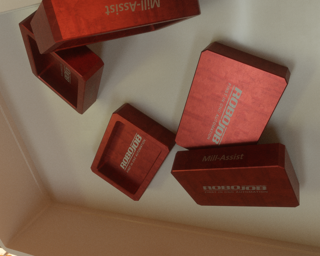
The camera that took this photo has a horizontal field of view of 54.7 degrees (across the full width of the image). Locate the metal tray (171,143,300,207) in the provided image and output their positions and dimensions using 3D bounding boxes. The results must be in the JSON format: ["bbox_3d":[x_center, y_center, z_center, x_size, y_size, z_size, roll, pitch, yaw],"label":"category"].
[{"bbox_3d":[0.091,0.061,0.374,0.130,0.030,0.090,-8,137,31],"label":"metal tray"}]

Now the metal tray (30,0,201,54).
[{"bbox_3d":[-0.041,-0.099,0.280,0.090,0.131,0.030,13,119,61],"label":"metal tray"}]

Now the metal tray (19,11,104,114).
[{"bbox_3d":[-0.118,-0.073,0.380,0.090,0.030,0.130,41,159,-2],"label":"metal tray"}]

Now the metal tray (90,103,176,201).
[{"bbox_3d":[-0.042,0.039,0.449,0.090,0.030,0.129,34,129,5],"label":"metal tray"}]

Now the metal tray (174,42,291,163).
[{"bbox_3d":[0.076,-0.020,0.352,0.090,0.030,0.129,24,127,13],"label":"metal tray"}]
